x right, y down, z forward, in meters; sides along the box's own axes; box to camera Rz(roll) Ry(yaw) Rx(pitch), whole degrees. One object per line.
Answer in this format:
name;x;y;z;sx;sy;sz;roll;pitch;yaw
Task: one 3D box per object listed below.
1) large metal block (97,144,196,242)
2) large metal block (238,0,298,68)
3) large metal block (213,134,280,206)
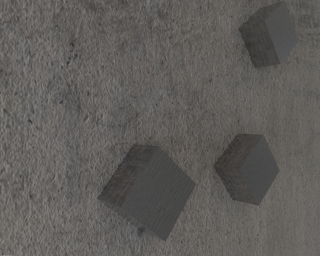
large metal block;-0.014;0.077;0.377;0.080;0.050;0.080;47;62;-30
large metal block;0.195;-0.165;0.551;0.080;0.050;0.080;-46;118;-30
large metal block;0.144;0.066;0.509;0.080;0.050;0.080;-46;118;-30
